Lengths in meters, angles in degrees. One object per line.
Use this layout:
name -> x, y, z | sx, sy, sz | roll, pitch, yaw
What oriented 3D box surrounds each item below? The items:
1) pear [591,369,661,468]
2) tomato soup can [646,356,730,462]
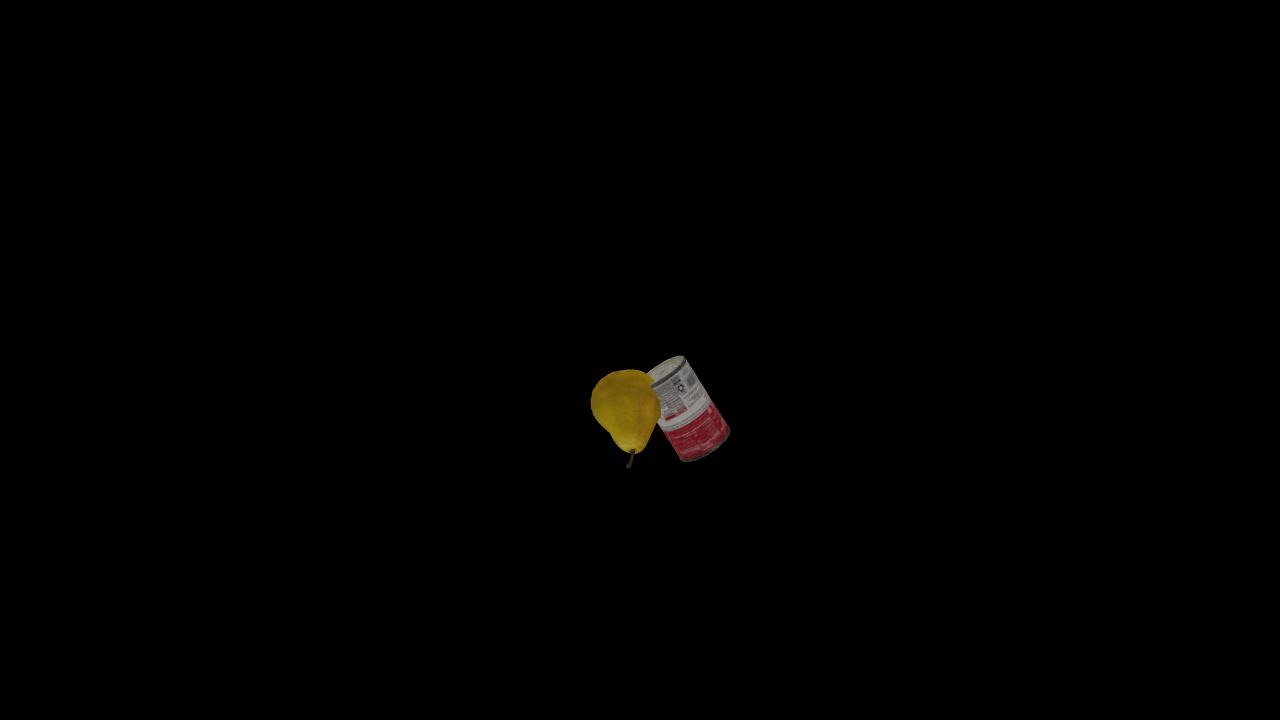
pear -> -0.008, 0.064, 0.659 | 0.080, 0.111, 0.080 | -13, -40, -11
tomato soup can -> 0.047, 0.054, 0.689 | 0.068, 0.101, 0.068 | -31, 12, 8
